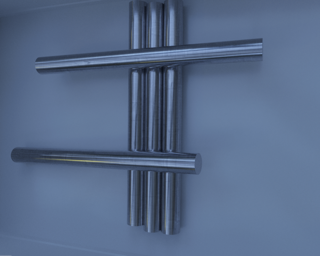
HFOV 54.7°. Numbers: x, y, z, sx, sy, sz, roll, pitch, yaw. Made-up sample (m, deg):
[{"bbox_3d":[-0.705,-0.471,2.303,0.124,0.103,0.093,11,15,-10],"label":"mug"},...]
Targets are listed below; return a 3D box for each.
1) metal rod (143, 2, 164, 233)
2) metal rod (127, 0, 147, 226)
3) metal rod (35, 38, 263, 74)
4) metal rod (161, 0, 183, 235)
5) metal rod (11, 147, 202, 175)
[{"bbox_3d":[-0.008,-0.014,0.412,0.025,0.025,0.298,1,90,20],"label":"metal rod"},{"bbox_3d":[-0.031,-0.019,0.421,0.025,0.025,0.298,1,90,20],"label":"metal rod"},{"bbox_3d":[-0.028,-0.088,0.392,0.301,0.025,0.025,0,90,20],"label":"metal rod"},{"bbox_3d":[0.016,-0.014,0.403,0.025,0.025,0.298,1,90,20],"label":"metal rod"},{"bbox_3d":[-0.090,0.042,0.422,0.300,0.025,0.025,0,90,27],"label":"metal rod"}]
